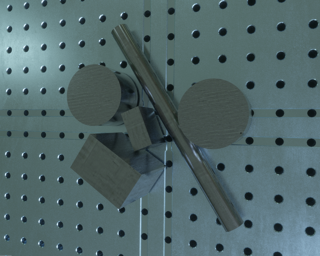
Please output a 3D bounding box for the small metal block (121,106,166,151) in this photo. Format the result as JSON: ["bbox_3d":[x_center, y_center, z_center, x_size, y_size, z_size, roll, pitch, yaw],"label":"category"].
[{"bbox_3d":[-0.021,0.001,0.402,0.025,0.050,0.050,-22,83,19],"label":"small metal block"}]

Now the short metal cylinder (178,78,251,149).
[{"bbox_3d":[0.067,-0.016,0.372,0.080,0.050,0.079,0,90,20],"label":"short metal cylinder"}]

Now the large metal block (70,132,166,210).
[{"bbox_3d":[-0.050,0.049,0.396,0.080,0.080,0.050,36,102,17],"label":"large metal block"}]

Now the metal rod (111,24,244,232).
[{"bbox_3d":[0.017,-0.008,0.402,0.025,0.025,0.299,-33,80,17],"label":"metal rod"}]

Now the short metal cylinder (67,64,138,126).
[{"bbox_3d":[-0.078,-0.043,0.423,0.080,0.050,0.079,0,90,20],"label":"short metal cylinder"}]
